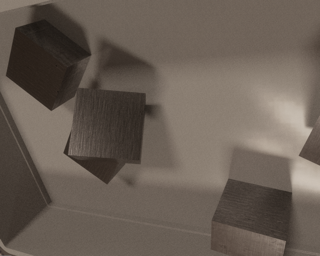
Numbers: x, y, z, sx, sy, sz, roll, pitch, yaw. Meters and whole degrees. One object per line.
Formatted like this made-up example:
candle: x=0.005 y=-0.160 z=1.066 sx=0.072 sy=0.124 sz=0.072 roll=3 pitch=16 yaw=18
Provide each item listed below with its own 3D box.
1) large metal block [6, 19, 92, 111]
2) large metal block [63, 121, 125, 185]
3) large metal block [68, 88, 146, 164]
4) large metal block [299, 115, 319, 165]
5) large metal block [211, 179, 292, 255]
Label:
large metal block: x=-0.151 y=-0.084 z=0.418 sx=0.080 sy=0.050 sz=0.080 roll=38 pitch=129 yaw=2
large metal block: x=-0.083 y=0.021 z=0.448 sx=0.080 sy=0.050 sz=0.079 roll=35 pitch=129 yaw=5
large metal block: x=-0.061 y=0.000 z=0.380 sx=0.081 sy=0.080 sz=0.050 roll=5 pitch=168 yaw=-2
large metal block: x=0.176 y=0.017 z=0.273 sx=0.080 sy=0.080 sz=0.050 roll=28 pitch=103 yaw=25
large metal block: x=0.114 y=0.115 z=0.384 sx=0.080 sy=0.080 sz=0.050 roll=10 pitch=123 yaw=22
